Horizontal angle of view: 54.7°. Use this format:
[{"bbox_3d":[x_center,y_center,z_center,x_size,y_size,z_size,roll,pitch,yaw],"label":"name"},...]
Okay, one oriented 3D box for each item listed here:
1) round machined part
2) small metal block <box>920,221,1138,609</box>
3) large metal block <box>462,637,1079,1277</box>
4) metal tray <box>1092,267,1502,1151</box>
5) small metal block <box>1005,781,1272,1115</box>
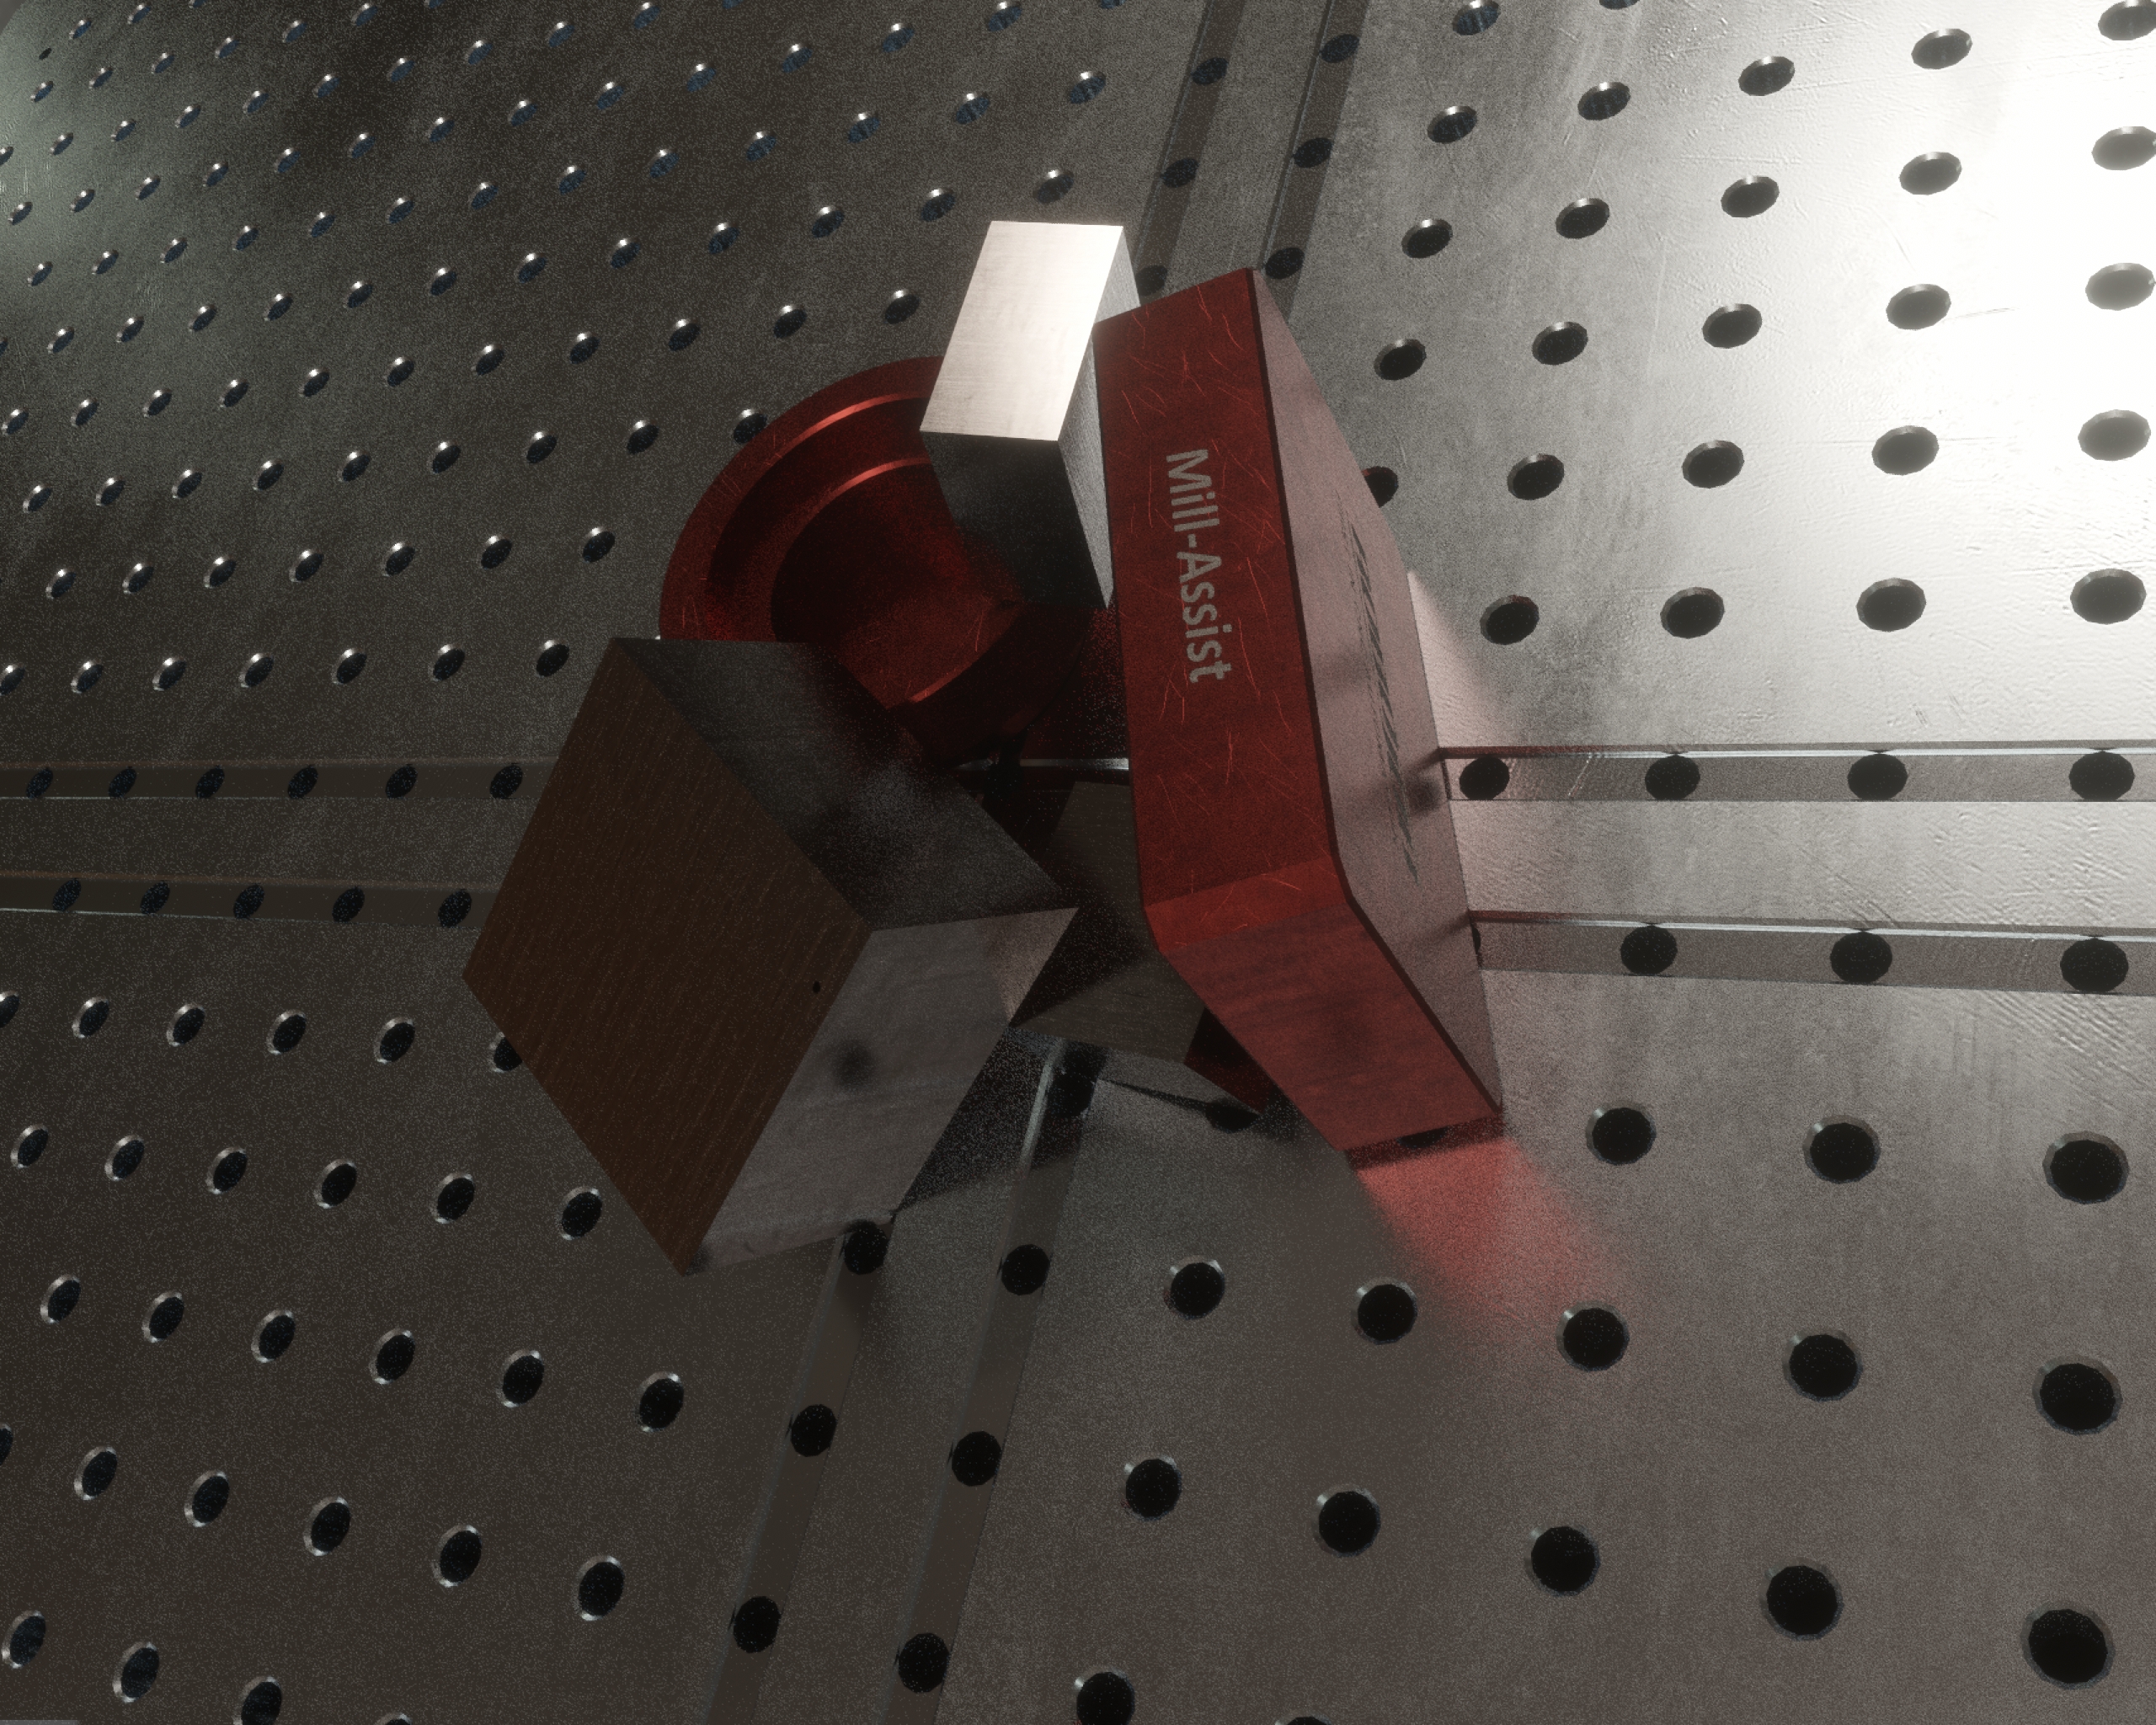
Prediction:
[{"bbox_3d":[-0.037,-0.058,0.450,0.098,0.042,0.098,-13,56,20],"label":"round machined part"},{"bbox_3d":[-0.005,-0.083,0.392,0.025,0.050,0.050,7,63,16],"label":"small metal block"},{"bbox_3d":[-0.059,0.015,0.383,0.080,0.050,0.079,46,120,28],"label":"large metal block"},{"bbox_3d":[0.038,-0.027,0.362,0.030,0.090,0.130,-16,55,19],"label":"metal tray"},{"bbox_3d":[0.016,0.015,0.383,0.050,0.025,0.050,8,69,43],"label":"small metal block"}]
